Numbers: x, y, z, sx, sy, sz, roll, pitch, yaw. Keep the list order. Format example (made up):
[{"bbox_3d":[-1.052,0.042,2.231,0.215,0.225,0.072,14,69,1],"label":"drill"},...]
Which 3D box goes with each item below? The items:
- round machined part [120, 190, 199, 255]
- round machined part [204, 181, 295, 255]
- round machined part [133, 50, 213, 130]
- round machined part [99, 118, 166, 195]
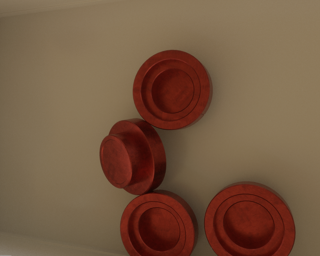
[{"bbox_3d":[0.002,0.128,0.401,0.098,0.042,0.097,0,90,20],"label":"round machined part"},{"bbox_3d":[0.105,0.111,0.364,0.098,0.042,0.097,0,90,20],"label":"round machined part"},{"bbox_3d":[0.019,-0.046,0.395,0.098,0.042,0.097,0,90,20],"label":"round machined part"},{"bbox_3d":[-0.041,0.038,0.394,0.098,0.042,0.097,14,109,45],"label":"round machined part"}]
